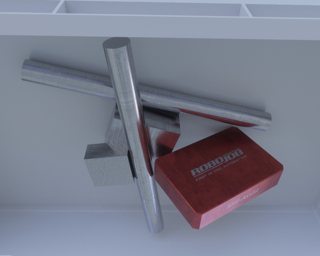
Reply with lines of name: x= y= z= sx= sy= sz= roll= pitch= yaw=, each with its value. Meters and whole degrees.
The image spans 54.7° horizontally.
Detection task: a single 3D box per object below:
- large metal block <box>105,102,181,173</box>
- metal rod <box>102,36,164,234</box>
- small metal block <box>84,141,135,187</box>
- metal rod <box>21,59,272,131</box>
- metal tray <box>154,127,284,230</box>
large metal block: x=-0.027 y=0.011 z=0.400 sx=0.081 sy=0.050 sz=0.079 roll=14 pitch=129 yaw=-12
metal rod: x=-0.023 y=0.036 z=0.372 sx=0.025 sy=0.025 sz=0.298 roll=-5 pitch=130 yaw=4
small metal block: x=-0.060 y=0.045 z=0.379 sx=0.050 sy=0.025 sz=0.050 roll=-5 pitch=130 yaw=3
metal rod: x=-0.007 y=-0.037 z=0.377 sx=0.302 sy=0.025 sz=0.025 roll=11 pitch=129 yaw=-10
metal tray: x=0.070 y=0.054 z=0.376 sx=0.131 sy=0.090 sz=0.030 roll=-21 pitch=136 yaw=-25
